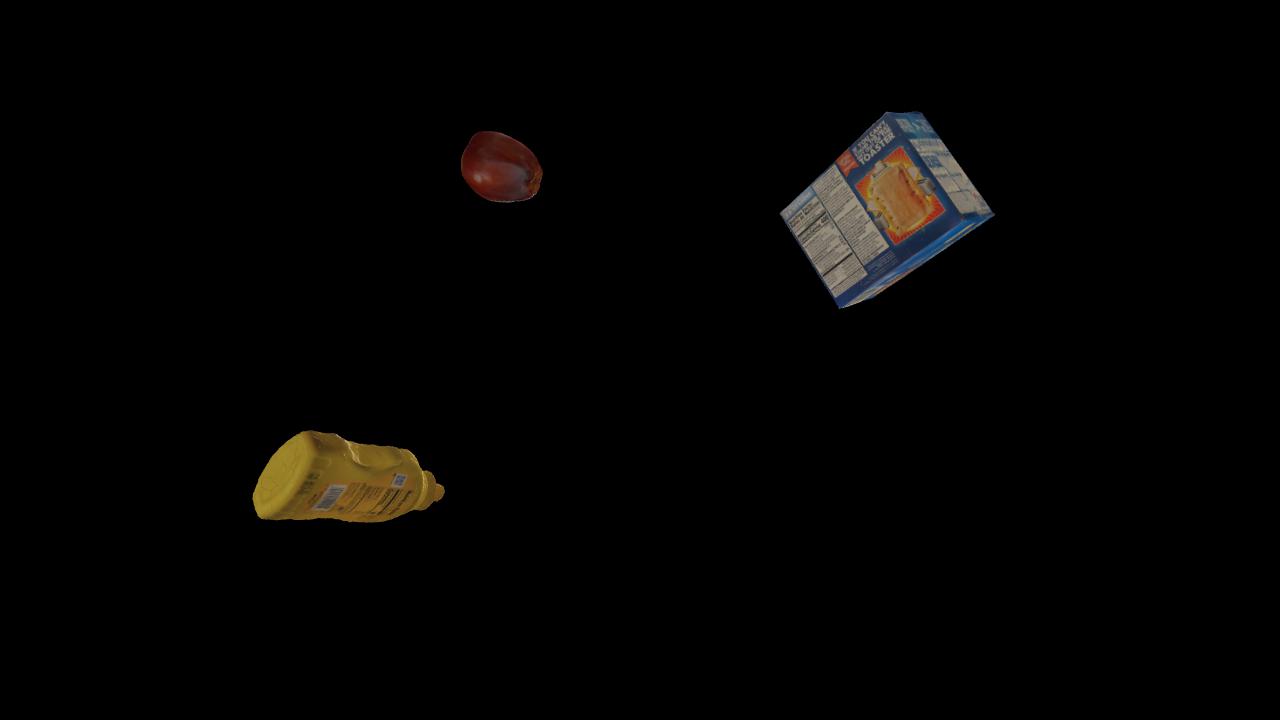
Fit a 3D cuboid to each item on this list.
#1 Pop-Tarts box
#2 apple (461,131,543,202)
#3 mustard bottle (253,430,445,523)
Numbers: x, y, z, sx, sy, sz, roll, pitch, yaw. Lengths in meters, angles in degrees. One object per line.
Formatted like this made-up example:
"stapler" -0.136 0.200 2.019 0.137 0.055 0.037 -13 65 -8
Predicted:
"Pop-Tarts box" 0.269 -0.164 0.691 0.083 0.141 0.167 -17 -17 -40
"apple" -0.159 -0.216 0.702 0.093 0.079 0.079 17 2 6
"mustard bottle" -0.269 0.125 0.613 0.054 0.092 0.184 41 8 34
